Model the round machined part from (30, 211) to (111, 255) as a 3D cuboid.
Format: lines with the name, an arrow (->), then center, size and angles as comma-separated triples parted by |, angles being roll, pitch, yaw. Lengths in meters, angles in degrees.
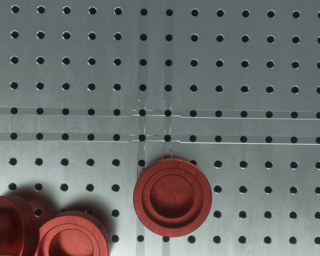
round machined part -> -0.113, 0.156, 0.404 | 0.099, 0.042, 0.097 | 0, 90, -1

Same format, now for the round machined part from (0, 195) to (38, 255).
round machined part -> -0.203, 0.134, 0.382 | 0.098, 0.042, 0.097 | -5, 79, 26

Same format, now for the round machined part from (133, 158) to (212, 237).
round machined part -> 0.016, 0.087, 0.405 | 0.099, 0.042, 0.097 | 0, 90, -1
